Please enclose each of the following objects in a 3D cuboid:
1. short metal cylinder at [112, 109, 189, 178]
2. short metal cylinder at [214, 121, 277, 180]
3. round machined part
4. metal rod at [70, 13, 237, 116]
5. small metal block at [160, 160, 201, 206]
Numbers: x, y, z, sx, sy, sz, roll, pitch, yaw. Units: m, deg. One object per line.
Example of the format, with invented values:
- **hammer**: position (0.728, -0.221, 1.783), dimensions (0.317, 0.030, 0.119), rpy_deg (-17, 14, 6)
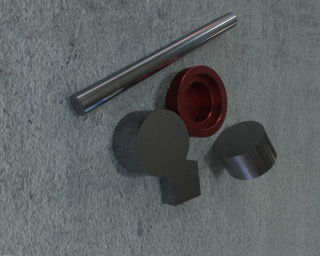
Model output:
- **short metal cylinder**: position (-0.010, 0.018, 0.380), dimensions (0.081, 0.050, 0.079), rpy_deg (0, 90, -40)
- **short metal cylinder**: position (0.131, 0.034, 0.479), dimensions (0.080, 0.080, 0.050), rpy_deg (-49, 120, -29)
- **round machined part**: position (0.047, -0.036, 0.433), dimensions (0.099, 0.042, 0.097), rpy_deg (0, 90, -40)
- **metal rod**: position (0.013, -0.098, 0.414), dimensions (0.302, 0.025, 0.025), rpy_deg (-37, 113, -34)
- **small metal block**: position (0.028, 0.074, 0.428), dimensions (0.050, 0.025, 0.050), rpy_deg (-12, 98, -39)
